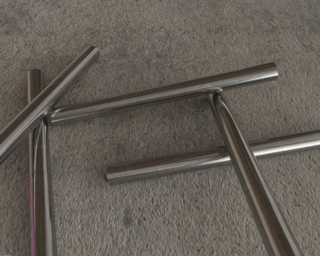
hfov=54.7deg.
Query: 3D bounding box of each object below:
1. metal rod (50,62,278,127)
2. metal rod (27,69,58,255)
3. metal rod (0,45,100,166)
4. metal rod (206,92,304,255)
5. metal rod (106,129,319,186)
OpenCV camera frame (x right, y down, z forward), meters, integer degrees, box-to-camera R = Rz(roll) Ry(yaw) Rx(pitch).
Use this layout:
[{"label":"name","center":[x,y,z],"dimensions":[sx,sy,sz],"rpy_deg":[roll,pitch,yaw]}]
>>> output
[{"label":"metal rod","center":[0.005,-0.045,0.415],"dimensions":[0.302,0.025,0.025],"rpy_deg":[-12,51,0]},{"label":"metal rod","center":[-0.147,0.031,0.376],"dimensions":[0.025,0.025,0.300],"rpy_deg":[-12,51,-10]},{"label":"metal rod","center":[-0.151,-0.030,0.396],"dimensions":[0.025,0.025,0.301],"rpy_deg":[12,42,10]},{"label":"metal rod","center":[0.089,0.035,0.328],"dimensions":[0.025,0.025,0.300],"rpy_deg":[-4,36,-3]},{"label":"metal rod","center":[0.088,0.032,0.376],"dimensions":[0.302,0.025,0.025],"rpy_deg":[-9,51,-8]}]
